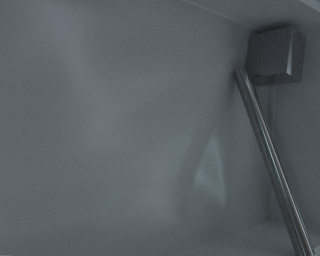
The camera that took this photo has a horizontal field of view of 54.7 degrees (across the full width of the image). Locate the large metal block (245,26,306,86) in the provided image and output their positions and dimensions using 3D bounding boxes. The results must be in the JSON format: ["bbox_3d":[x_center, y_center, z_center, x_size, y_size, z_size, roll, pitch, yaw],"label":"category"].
[{"bbox_3d":[0.200,-0.122,0.541,0.050,0.080,0.080,15,80,-39],"label":"large metal block"}]

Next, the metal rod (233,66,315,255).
[{"bbox_3d":[0.169,0.039,0.477,0.025,0.025,0.299,4,65,-40],"label":"metal rod"}]
